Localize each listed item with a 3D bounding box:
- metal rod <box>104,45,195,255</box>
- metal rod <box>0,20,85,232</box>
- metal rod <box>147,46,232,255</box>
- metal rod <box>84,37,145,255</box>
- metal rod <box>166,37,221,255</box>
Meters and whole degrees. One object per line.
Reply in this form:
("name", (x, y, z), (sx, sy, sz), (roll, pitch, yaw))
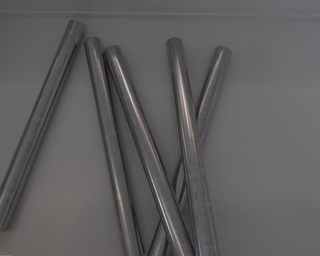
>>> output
("metal rod", (-0.020, 0.015, 0.387), (0.025, 0.025, 0.299), (-18, 65, -7))
("metal rod", (-0.159, -0.017, 0.414), (0.025, 0.025, 0.299), (13, 70, 4))
("metal rod", (0.044, 0.022, 0.401), (0.025, 0.025, 0.300), (18, 71, 6))
("metal rod", (-0.064, 0.011, 0.405), (0.025, 0.025, 0.299), (-13, 71, -5))
("metal rod", (0.035, 0.006, 0.382), (0.025, 0.025, 0.299), (-5, 61, -2))
